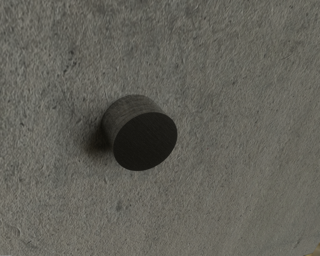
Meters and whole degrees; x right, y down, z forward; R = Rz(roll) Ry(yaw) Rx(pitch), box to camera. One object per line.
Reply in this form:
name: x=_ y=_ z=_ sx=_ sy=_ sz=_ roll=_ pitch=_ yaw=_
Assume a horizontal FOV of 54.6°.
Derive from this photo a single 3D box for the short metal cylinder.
short metal cylinder: x=-0.026 y=0.005 z=0.379 sx=0.081 sy=0.050 sz=0.080 roll=-14 pitch=124 yaw=-21
